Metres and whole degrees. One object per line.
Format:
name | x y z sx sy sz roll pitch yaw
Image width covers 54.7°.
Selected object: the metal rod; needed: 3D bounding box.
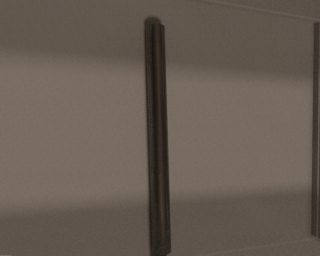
metal rod | -0.002 0.015 0.410 0.025 0.025 0.298 -2 91 -20
